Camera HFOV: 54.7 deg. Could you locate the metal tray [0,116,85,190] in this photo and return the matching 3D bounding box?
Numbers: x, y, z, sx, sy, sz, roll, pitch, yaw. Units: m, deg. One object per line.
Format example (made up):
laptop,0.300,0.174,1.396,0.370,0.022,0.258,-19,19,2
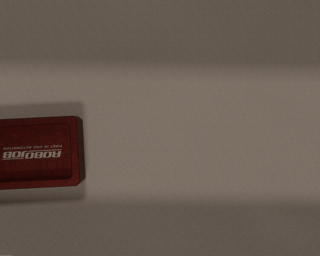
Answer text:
metal tray,-0.169,0.032,0.406,0.131,0.030,0.089,-3,90,-1
